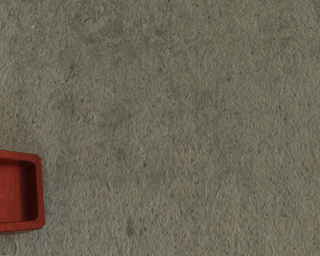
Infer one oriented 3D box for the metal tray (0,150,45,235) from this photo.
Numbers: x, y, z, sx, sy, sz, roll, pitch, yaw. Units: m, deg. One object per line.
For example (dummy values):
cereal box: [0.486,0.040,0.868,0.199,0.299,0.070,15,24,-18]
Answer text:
metal tray: [-0.189,0.068,0.328,0.030,0.131,0.090,-22,68,28]
